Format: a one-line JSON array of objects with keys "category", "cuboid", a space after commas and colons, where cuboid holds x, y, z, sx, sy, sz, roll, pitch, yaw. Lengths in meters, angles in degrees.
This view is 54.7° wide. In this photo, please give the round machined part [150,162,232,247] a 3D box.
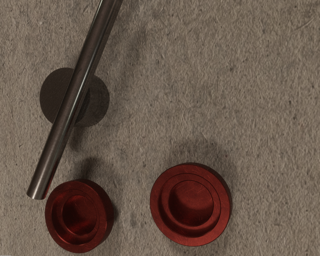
[{"category": "round machined part", "cuboid": [0.041, 0.091, 0.385, 0.098, 0.042, 0.097, 0, 90, 19]}]

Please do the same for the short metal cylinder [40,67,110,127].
[{"category": "short metal cylinder", "cuboid": [-0.119, -0.041, 0.436, 0.080, 0.050, 0.079, 0, 90, 19]}]

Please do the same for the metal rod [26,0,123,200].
[{"category": "metal rod", "cuboid": [-0.106, -0.046, 0.391, 0.025, 0.025, 0.298, 26, 98, 18]}]

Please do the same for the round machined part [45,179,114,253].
[{"category": "round machined part", "cuboid": [-0.108, 0.120, 0.437, 0.098, 0.042, 0.097, 0, 90, 19]}]
